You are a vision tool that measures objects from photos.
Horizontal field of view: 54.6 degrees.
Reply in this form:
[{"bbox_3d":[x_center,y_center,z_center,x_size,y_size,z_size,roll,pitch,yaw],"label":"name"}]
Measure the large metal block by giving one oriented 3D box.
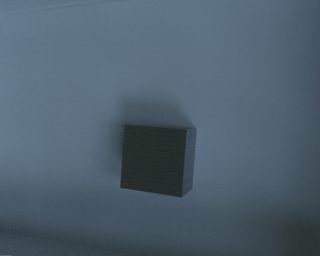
[{"bbox_3d":[-0.001,0.038,0.398,0.080,0.050,0.080,5,92,20],"label":"large metal block"}]
